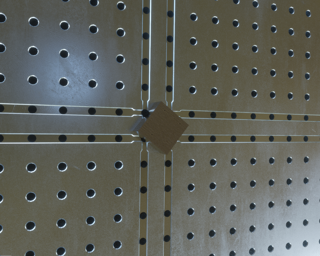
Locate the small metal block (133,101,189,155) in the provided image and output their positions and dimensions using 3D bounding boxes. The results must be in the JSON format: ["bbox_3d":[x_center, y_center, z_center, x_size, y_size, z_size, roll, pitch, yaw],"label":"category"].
[{"bbox_3d":[0.001,0.000,0.413,0.050,0.025,0.050,40,77,-16],"label":"small metal block"}]
